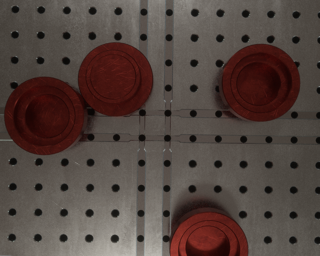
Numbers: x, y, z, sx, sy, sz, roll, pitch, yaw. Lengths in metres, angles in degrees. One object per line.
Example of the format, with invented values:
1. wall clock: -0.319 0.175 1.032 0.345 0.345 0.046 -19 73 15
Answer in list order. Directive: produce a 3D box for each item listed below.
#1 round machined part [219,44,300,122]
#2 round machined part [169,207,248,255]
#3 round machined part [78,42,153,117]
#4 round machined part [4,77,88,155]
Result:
1. round machined part: 0.126 -0.057 0.407 0.099 0.042 0.097 0 90 -1
2. round machined part: 0.061 0.153 0.406 0.099 0.042 0.097 0 90 -1
3. round machined part: -0.058 -0.064 0.404 0.099 0.042 0.097 0 90 -1
4. round machined part: -0.143 -0.015 0.403 0.099 0.042 0.097 0 90 -1
